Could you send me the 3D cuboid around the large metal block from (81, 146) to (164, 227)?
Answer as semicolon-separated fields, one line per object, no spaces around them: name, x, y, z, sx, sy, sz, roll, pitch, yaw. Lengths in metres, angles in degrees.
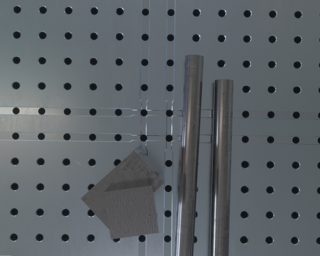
large metal block;-0.042;0.070;0.386;0.080;0.080;0.050;-42;90;0

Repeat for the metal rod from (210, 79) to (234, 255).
metal rod;0.081;0.086;0.414;0.025;0.025;0.298;2;90;0

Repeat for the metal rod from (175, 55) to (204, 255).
metal rod;0.038;0.054;0.413;0.025;0.025;0.298;3;90;0

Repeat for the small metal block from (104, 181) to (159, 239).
small metal block;-0.030;0.087;0.333;0.050;0.025;0.050;-8;90;0
